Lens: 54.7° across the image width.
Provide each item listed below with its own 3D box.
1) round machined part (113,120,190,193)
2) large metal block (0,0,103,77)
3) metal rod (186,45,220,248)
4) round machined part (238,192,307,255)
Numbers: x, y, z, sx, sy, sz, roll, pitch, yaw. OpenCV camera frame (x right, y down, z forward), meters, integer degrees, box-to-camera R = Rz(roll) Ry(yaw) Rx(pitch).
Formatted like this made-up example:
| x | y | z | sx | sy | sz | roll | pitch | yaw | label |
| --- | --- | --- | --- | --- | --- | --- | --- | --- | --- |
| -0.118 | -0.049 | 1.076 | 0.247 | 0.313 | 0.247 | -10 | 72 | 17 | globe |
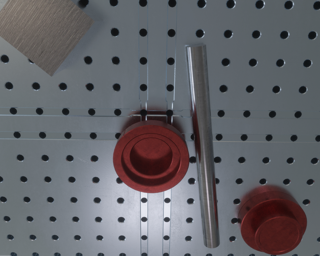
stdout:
| x | y | z | sx | sy | sz | roll | pitch | yaw | label |
| --- | --- | --- | --- | --- | --- | --- | --- | --- | --- |
| -0.011 | 0.035 | 0.417 | 0.099 | 0.042 | 0.097 | 0 | 110 | 0 | round machined part |
| -0.126 | -0.119 | 0.355 | 0.080 | 0.050 | 0.080 | 40 | 105 | -14 | large metal block |
| 0.062 | 0.039 | 0.428 | 0.025 | 0.025 | 0.298 | -7 | 110 | 2 | metal rod |
| 0.170 | 0.148 | 0.460 | 0.099 | 0.042 | 0.097 | 0 | 110 | 0 | round machined part |
